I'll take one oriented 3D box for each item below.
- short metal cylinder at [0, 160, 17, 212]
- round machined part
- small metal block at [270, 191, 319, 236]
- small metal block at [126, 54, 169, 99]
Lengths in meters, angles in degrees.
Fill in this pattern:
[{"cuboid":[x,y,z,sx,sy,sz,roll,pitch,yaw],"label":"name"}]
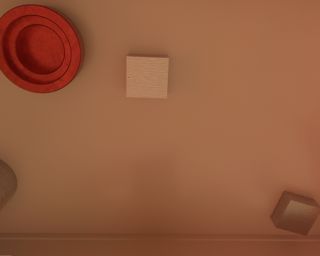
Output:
[{"cuboid":[-0.248,0.084,0.426,0.081,0.050,0.079,0,110,-1],"label":"short metal cylinder"},{"cuboid":[-0.138,-0.093,0.366,0.099,0.042,0.097,0,110,-1],"label":"round machined part"},{"cuboid":[0.202,0.127,0.461,0.050,0.025,0.050,17,109,-7],"label":"small metal block"},{"cuboid":[-0.016,-0.065,0.387,0.050,0.025,0.050,2,110,-1],"label":"small metal block"}]
